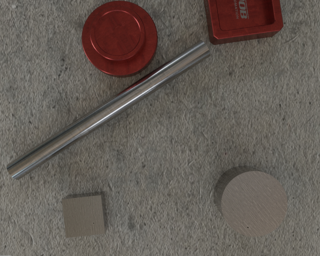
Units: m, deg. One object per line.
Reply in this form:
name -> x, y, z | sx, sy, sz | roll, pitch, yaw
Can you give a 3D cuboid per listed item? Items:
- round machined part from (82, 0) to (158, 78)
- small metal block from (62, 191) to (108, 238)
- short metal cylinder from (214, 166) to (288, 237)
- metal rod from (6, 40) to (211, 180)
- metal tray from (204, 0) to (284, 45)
round machined part -> -0.052, -0.117, 0.401 | 0.099, 0.042, 0.097 | 0, 90, -1
small metal block -> -0.098, 0.113, 0.409 | 0.050, 0.025, 0.050 | -6, 90, -1
short metal cylinder -> 0.114, 0.092, 0.399 | 0.081, 0.050, 0.079 | 0, 90, -1
metal rod -> -0.066, -0.024, 0.409 | 0.301, 0.025, 0.025 | -33, 90, -1
metal tray -> 0.104, -0.183, 0.408 | 0.091, 0.030, 0.129 | -8, 90, -1
